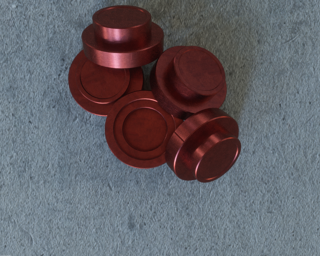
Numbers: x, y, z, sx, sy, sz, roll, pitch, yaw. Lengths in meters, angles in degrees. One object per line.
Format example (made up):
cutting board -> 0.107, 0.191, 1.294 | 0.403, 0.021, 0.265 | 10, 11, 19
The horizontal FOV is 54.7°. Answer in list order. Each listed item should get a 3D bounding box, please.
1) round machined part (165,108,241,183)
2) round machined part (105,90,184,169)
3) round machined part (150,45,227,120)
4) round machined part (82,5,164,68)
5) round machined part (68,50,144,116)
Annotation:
round machined part -> 0.059, 0.028, 0.376 | 0.098, 0.098, 0.042 | -43, 50, 0
round machined part -> -0.019, 0.002, 0.402 | 0.099, 0.042, 0.097 | 0, 90, -1
round machined part -> 0.040, -0.061, 0.381 | 0.099, 0.042, 0.098 | 9, 65, -19
round machined part -> -0.044, -0.115, 0.373 | 0.099, 0.098, 0.042 | 1, 132, -1
round machined part -> -0.070, -0.064, 0.403 | 0.099, 0.042, 0.097 | 0, 90, -1
